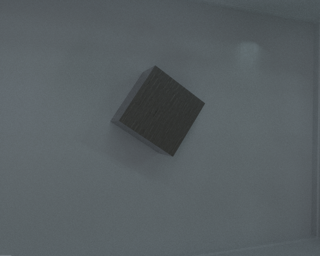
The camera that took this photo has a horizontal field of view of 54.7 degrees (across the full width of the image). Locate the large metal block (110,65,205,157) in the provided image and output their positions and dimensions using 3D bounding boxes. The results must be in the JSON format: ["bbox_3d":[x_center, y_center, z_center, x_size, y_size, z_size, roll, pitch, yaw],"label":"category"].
[{"bbox_3d":[-0.003,-0.020,0.397,0.080,0.050,0.080,35,79,-17],"label":"large metal block"}]
